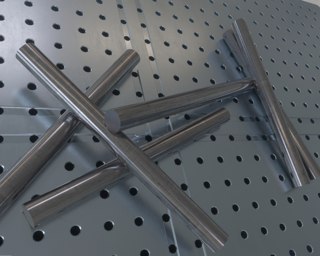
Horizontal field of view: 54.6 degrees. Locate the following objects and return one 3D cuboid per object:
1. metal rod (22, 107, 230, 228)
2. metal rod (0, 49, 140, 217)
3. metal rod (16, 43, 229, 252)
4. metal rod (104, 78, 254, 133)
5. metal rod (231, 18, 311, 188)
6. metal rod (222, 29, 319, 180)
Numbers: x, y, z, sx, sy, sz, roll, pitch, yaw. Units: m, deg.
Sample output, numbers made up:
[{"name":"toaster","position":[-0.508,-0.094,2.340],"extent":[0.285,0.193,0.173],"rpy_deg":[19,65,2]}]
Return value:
[{"name":"metal rod","position":[-0.014,0.032,0.380],"extent":[0.302,0.025,0.025],"rpy_deg":[-25,75,-37]},{"name":"metal rod","position":[-0.104,-0.005,0.354],"extent":[0.025,0.025,0.301],"rpy_deg":[36,51,-4]},{"name":"metal rod","position":[-0.043,0.019,0.339],"extent":[0.300,0.025,0.025],"rpy_deg":[44,51,2]},{"name":"metal rod","position":[0.051,-0.041,0.426],"extent":[0.302,0.025,0.025],"rpy_deg":[-19,72,-46]},{"name":"metal rod","position":[0.179,-0.051,0.514],"extent":[0.025,0.025,0.299],"rpy_deg":[-6,71,-31]},{"name":"metal rod","position":[0.189,-0.050,0.538],"extent":[0.025,0.025,0.299],"rpy_deg":[-12,68,-33]}]
